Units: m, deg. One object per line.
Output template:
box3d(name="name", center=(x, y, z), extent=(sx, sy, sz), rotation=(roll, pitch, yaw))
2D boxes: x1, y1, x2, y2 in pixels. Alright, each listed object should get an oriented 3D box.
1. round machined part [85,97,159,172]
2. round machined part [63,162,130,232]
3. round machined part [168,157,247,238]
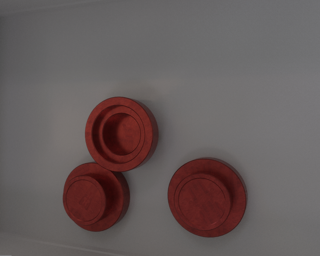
box3d(name="round machined part", center=(-0.048, 0.008, 0.418), extent=(0.098, 0.042, 0.097), rotation=(0, 90, 20))
box3d(name="round machined part", center=(-0.096, 0.098, 0.435), extent=(0.098, 0.042, 0.097), rotation=(0, 90, 20))
box3d(name="round machined part", center=(0.056, 0.086, 0.382), extent=(0.098, 0.042, 0.097), rotation=(0, 90, 20))
